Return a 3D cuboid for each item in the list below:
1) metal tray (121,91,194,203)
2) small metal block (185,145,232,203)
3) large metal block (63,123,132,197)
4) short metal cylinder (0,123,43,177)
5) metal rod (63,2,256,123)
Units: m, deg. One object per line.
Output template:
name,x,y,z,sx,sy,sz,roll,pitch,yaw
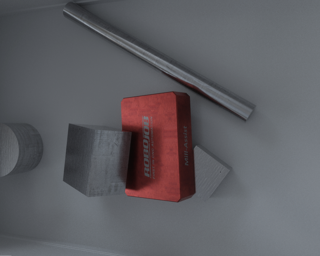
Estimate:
metal tray,-0.005,0.023,0.395,0.090,0.030,0.129,-3,89,37
small metal block,0.054,0.056,0.391,0.050,0.025,0.050,37,102,15
large metal block,-0.084,0.039,0.407,0.080,0.050,0.079,10,94,52
short metal cylinder,-0.230,0.032,0.476,0.080,0.050,0.079,0,90,19
metal rod,-0.012,-0.095,0.413,0.300,0.025,0.025,33,101,16
